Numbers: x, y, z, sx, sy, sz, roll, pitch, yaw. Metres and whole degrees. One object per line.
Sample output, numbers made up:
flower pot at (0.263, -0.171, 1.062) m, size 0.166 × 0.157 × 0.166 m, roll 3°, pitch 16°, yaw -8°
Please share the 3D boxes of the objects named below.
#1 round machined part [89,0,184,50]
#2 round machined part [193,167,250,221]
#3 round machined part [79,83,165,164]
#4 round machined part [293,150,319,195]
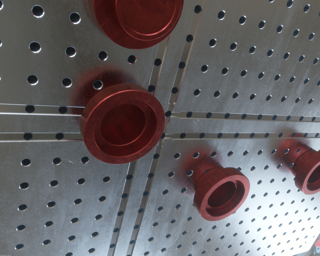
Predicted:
round machined part at (-0.018, -0.127, 0.313) m, size 0.099 × 0.042 × 0.097 m, roll -14°, pitch 125°, yaw -21°
round machined part at (0.099, 0.106, 0.522) m, size 0.099 × 0.042 × 0.097 m, roll -14°, pitch 125°, yaw -21°
round machined part at (-0.047, -0.008, 0.371) m, size 0.099 × 0.042 × 0.097 m, roll -14°, pitch 125°, yaw -21°
round machined part at (0.310, 0.083, 0.625) m, size 0.099 × 0.042 × 0.097 m, roll -14°, pitch 125°, yaw -21°
